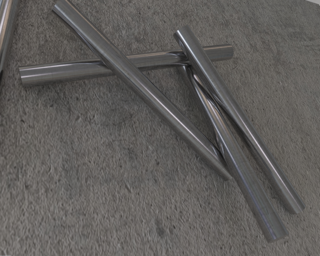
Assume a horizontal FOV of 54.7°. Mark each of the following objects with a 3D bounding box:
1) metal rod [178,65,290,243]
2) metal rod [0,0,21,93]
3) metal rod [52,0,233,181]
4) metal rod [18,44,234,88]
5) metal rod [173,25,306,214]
[{"bbox_3d":[0.080,0.002,0.414,0.025,0.025,0.299,-2,53,-29],"label":"metal rod"},{"bbox_3d":[-0.188,-0.091,0.358,0.025,0.025,0.299,9,58,-23],"label":"metal rod"},{"bbox_3d":[-0.011,-0.040,0.388,0.300,0.025,0.025,44,50,-11],"label":"metal rod"},{"bbox_3d":[-0.026,-0.088,0.419,0.303,0.025,0.025,-13,68,-25],"label":"metal rod"},{"bbox_3d":[0.111,-0.009,0.431,0.025,0.025,0.299,-36,94,-38],"label":"metal rod"}]
